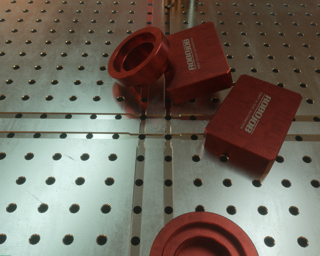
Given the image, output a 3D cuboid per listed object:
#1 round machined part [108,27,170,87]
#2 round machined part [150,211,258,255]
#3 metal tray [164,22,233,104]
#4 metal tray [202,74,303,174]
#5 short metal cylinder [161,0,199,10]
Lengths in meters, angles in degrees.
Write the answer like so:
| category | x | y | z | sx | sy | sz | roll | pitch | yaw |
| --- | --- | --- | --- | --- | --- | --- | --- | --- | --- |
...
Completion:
| category | x | y | z | sx | sy | sz | roll | pitch | yaw |
| --- | --- | --- | --- | --- | --- | --- | --- | --- | --- |
| round machined part | -0.027 | -0.100 | 0.461 | 0.098 | 0.042 | 0.098 | -21 | 48 | 25 |
| round machined part | 0.039 | 0.132 | 0.287 | 0.099 | 0.042 | 0.098 | 0 | 50 | 0 |
| metal tray | 0.051 | -0.103 | 0.472 | 0.090 | 0.030 | 0.130 | -16 | 48 | 11 |
| metal tray | 0.126 | -0.012 | 0.416 | 0.090 | 0.030 | 0.130 | 25 | 54 | 19 |
| short metal cylinder | 0.041 | -0.285 | 0.631 | 0.081 | 0.050 | 0.080 | 0 | 50 | 0 |
